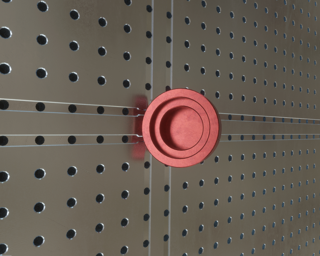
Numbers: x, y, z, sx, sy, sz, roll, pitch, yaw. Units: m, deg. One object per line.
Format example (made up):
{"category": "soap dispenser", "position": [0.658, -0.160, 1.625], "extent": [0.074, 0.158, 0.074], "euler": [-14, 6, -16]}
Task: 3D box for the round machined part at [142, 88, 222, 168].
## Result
{"category": "round machined part", "position": [0.030, 0.001, 0.398], "extent": [0.042, 0.098, 0.098], "euler": [8, 84, -71]}
